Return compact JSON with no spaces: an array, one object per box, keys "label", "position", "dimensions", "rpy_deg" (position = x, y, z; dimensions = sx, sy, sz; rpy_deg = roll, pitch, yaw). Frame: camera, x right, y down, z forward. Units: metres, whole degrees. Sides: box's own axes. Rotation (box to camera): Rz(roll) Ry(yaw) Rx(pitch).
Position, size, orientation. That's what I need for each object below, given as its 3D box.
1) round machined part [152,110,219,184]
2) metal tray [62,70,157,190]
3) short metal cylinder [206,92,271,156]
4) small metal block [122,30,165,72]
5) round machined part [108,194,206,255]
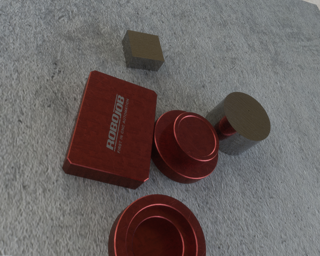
[{"label":"round machined part","position":[0.037,0.018,0.399],"dimensions":[0.099,0.042,0.098],"rpy_deg":[16,55,-25]},{"label":"metal tray","position":[-0.055,0.000,0.372],"dimensions":[0.091,0.030,0.130],"rpy_deg":[18,55,-18]},{"label":"short metal cylinder","position":[0.113,-0.006,0.455],"dimensions":[0.081,0.050,0.080],"rpy_deg":[14,56,-21]},{"label":"small metal block","position":[-0.026,-0.115,0.462],"dimensions":[0.050,0.025,0.050],"rpy_deg":[2,61,-27]},{"label":"round machined part","position":[-0.006,0.122,0.317],"dimensions":[0.099,0.042,0.098],"rpy_deg":[14,56,-21]}]
